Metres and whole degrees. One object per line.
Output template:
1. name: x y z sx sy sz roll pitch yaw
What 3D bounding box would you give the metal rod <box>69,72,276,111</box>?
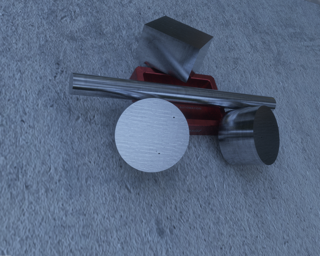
1. metal rod: 0.036 -0.043 0.412 0.302 0.025 0.025 3 61 -27

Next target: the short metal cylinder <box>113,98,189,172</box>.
1. short metal cylinder: -0.012 0.006 0.355 0.081 0.050 0.079 -1 93 -11

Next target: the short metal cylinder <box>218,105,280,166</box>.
1. short metal cylinder: 0.124 0.012 0.428 0.081 0.050 0.080 8 79 -47

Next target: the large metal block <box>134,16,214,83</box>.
1. large metal block: 0.022 -0.116 0.444 0.080 0.050 0.080 27 34 8

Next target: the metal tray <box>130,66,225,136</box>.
1. metal tray: 0.027 -0.036 0.439 0.131 0.030 0.090 2 61 -27
